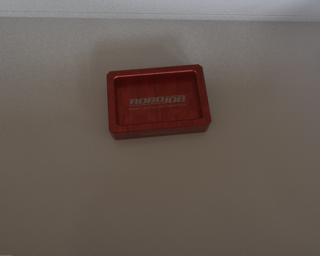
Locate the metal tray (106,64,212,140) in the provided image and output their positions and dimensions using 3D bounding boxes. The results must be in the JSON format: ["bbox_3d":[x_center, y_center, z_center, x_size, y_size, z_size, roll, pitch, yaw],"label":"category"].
[{"bbox_3d":[-0.003,-0.036,0.419,0.131,0.030,0.090,-5,70,-3],"label":"metal tray"}]
